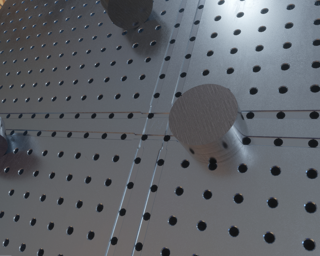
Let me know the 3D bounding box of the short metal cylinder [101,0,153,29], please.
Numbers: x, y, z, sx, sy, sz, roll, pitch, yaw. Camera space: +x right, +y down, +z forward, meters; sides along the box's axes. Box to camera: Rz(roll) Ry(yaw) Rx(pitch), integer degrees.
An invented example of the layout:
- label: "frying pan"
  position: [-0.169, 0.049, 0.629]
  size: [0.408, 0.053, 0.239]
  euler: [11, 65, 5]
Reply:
- label: "short metal cylinder"
  position: [-0.059, -0.222, 0.540]
  size: [0.080, 0.080, 0.050]
  euler: [-34, 52, 6]

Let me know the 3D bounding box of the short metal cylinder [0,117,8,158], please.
- label: "short metal cylinder"
  position: [-0.304, 0.016, 0.523]
  size: [0.080, 0.080, 0.050]
  euler: [-35, 51, 5]

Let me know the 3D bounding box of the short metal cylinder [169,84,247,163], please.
- label: "short metal cylinder"
  position: [0.057, -0.005, 0.365]
  size: [0.080, 0.050, 0.080]
  euler: [-13, 56, 21]
